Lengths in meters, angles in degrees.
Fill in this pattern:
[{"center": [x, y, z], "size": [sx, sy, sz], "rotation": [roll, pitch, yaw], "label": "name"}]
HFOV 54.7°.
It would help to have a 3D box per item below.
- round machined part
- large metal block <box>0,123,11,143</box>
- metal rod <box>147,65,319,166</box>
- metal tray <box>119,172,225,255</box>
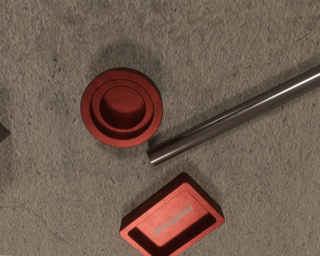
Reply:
[{"center": [-0.046, -0.028, 0.390], "size": [0.099, 0.042, 0.097], "rotation": [0, 110, -1], "label": "round machined part"}, {"center": [-0.250, 0.025, 0.386], "size": [0.080, 0.080, 0.050], "rotation": [-34, 107, 11], "label": "large metal block"}, {"center": [0.121, -0.026, 0.402], "size": [0.301, 0.025, 0.025], "rotation": [-27, 108, 9], "label": "metal rod"}, {"center": [0.017, 0.137, 0.457], "size": [0.130, 0.030, 0.090], "rotation": [-40, 106, 13], "label": "metal tray"}]
